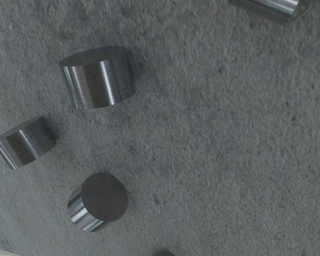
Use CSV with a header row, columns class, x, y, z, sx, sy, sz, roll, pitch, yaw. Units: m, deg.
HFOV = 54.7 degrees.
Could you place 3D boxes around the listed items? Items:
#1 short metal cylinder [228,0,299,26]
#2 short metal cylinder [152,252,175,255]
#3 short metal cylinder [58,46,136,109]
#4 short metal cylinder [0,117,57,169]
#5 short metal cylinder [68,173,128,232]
class,x,y,z,sx,sy,sz,roll,pitch,yaw
short metal cylinder,0.094,-0.128,0.242,0.050,0.080,0.079,27,128,11
short metal cylinder,-0.002,0.261,0.532,0.080,0.080,0.050,48,129,-6
short metal cylinder,-0.073,-0.062,0.370,0.080,0.080,0.050,3,120,26
short metal cylinder,-0.215,0.022,0.496,0.080,0.080,0.050,-14,111,33
short metal cylinder,-0.099,0.119,0.495,0.080,0.080,0.050,45,129,-4
